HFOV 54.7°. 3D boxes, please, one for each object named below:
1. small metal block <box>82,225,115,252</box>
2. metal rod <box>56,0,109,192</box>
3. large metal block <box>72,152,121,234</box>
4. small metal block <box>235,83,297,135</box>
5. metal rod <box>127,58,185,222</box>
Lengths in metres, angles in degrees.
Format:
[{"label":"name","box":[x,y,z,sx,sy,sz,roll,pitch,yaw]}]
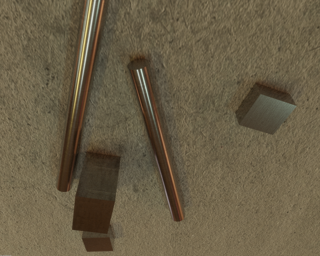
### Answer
[{"label":"small metal block","box":[-0.115,0.208,0.583,0.050,0.025,0.050,-2,130,1]},{"label":"metal rod","box":[-0.105,-0.019,0.388,0.025,0.025,0.298,13,129,-11]},{"label":"large metal block","box":[-0.092,0.094,0.450,0.050,0.080,0.079,10,129,-9]},{"label":"small metal block","box":[0.132,-0.023,0.390,0.050,0.025,0.050,16,128,-14]},{"label":"metal rod","box":[0.003,0.040,0.441,0.025,0.025,0.298,-9,130,7]}]
